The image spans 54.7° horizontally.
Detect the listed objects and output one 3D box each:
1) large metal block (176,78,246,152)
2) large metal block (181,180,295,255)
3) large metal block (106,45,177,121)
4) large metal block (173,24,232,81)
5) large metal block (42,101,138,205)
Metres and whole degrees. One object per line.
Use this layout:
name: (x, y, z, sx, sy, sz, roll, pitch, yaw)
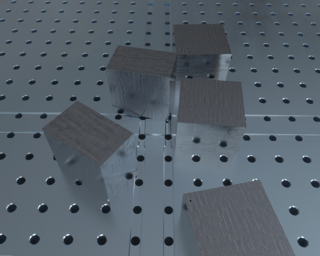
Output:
large metal block: (0.064, -0.018, 0.408, 0.080, 0.050, 0.080, 4, 50, 3)
large metal block: (0.070, 0.105, 0.304, 0.081, 0.050, 0.080, -9, 51, -8)
large metal block: (-0.022, -0.060, 0.422, 0.080, 0.080, 0.050, 10, 51, 7)
large metal block: (0.063, -0.122, 0.495, 0.081, 0.050, 0.080, -1, 50, -2)
large metal block: (-0.074, 0.028, 0.347, 0.080, 0.080, 0.050, 29, 56, 22)
